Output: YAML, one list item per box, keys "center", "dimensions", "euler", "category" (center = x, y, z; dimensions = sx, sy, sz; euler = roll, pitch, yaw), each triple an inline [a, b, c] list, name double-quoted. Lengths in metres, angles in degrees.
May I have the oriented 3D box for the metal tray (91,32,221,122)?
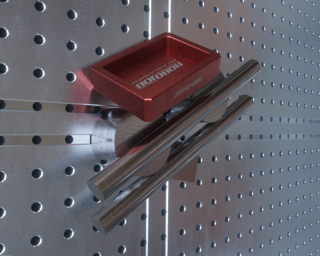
- center: [-0.002, -0.067, 0.365]
  dimensions: [0.131, 0.090, 0.030]
  euler: [-36, 144, -35]
  category: "metal tray"

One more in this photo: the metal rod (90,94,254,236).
- center: [0.037, 0.030, 0.408]
  dimensions: [0.302, 0.025, 0.025]
  euler: [-36, 112, -34]
  category: "metal rod"

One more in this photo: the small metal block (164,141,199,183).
- center: [0.026, 0.047, 0.432]
  dimensions: [0.050, 0.025, 0.050]
  euler: [19, 78, -39]
  category: "small metal block"

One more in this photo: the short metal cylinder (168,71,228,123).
- center: [0.052, -0.047, 0.439]
  dimensions: [0.081, 0.050, 0.079]
  euler: [0, 90, -40]
  category: "short metal cylinder"

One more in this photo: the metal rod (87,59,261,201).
- center: [0.039, -0.015, 0.377]
  dimensions: [0.302, 0.025, 0.025]
  euler: [-37, 113, -34]
  category: "metal rod"

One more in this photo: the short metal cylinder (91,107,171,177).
- center: [-0.033, 0.014, 0.367]
  dimensions: [0.081, 0.050, 0.079]
  euler: [0, 90, -40]
  category: "short metal cylinder"
